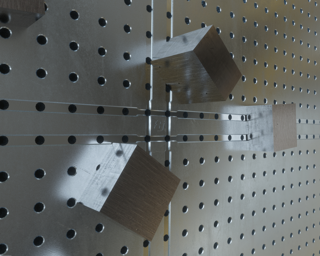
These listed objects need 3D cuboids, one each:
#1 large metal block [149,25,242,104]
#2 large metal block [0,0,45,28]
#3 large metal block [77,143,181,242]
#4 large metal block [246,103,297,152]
[{"bbox_3d":[0.047,-0.080,0.412,0.080,0.080,0.050,51,60,-28],"label":"large metal block"},{"bbox_3d":[-0.151,-0.138,0.266,0.081,0.050,0.080,-5,94,-40],"label":"large metal block"},{"bbox_3d":[-0.033,0.074,0.364,0.080,0.050,0.080,42,64,-32],"label":"large metal block"},{"bbox_3d":[0.203,-0.002,0.561,0.081,0.050,0.080,-6,94,-40],"label":"large metal block"}]
